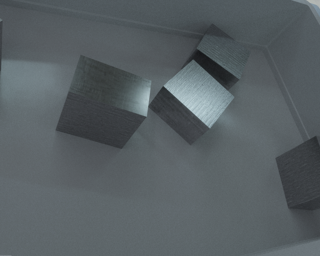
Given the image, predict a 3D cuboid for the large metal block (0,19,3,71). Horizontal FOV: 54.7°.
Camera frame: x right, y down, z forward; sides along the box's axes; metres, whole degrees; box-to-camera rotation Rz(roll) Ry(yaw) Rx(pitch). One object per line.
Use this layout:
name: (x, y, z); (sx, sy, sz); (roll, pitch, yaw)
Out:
large metal block: (-0.208, -0.077, 0.305); (0.050, 0.080, 0.080); (39, 51, -2)

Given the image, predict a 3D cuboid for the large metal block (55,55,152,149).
large metal block: (-0.065, -0.025, 0.351); (0.081, 0.080, 0.050); (18, 55, -18)

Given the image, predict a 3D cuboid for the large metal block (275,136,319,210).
large metal block: (0.224, 0.068, 0.449); (0.050, 0.080, 0.080); (11, 57, -23)

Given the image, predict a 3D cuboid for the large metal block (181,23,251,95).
large metal block: (0.092, -0.111, 0.507); (0.080, 0.050, 0.080); (34, 51, -6)

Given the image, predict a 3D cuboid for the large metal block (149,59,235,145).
large metal block: (0.045, -0.037, 0.436); (0.080, 0.050, 0.080); (43, 51, 1)
